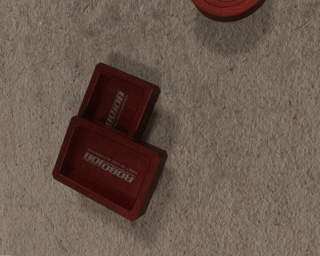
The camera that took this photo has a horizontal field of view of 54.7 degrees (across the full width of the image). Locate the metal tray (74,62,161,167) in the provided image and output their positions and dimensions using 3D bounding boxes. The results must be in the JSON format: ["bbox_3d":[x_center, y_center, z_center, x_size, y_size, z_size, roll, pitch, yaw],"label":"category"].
[{"bbox_3d":[-0.066,-0.014,0.428,0.090,0.030,0.129,25,98,17],"label":"metal tray"}]

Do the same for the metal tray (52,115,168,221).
[{"bbox_3d":[-0.066,0.048,0.395,0.130,0.030,0.089,23,97,18],"label":"metal tray"}]

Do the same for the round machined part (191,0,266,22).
[{"bbox_3d":[0.084,-0.175,0.370,0.098,0.042,0.097,0,90,19],"label":"round machined part"}]
